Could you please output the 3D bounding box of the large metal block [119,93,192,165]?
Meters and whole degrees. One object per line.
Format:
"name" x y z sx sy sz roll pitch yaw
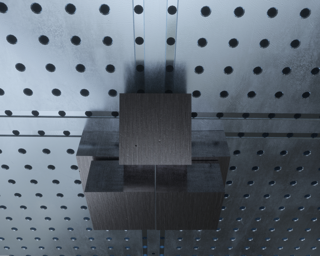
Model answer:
"large metal block" -0.005 0.002 0.370 0.081 0.050 0.080 0 88 -1

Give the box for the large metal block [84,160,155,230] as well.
"large metal block" -0.047 0.087 0.400 0.081 0.050 0.079 0 130 -1

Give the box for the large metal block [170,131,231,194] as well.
"large metal block" 0.050 0.051 0.439 0.081 0.050 0.079 -1 130 0

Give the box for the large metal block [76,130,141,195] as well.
"large metal block" -0.068 0.050 0.438 0.081 0.050 0.079 1 130 -2

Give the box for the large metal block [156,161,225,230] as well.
"large metal block" 0.035 0.089 0.403 0.081 0.050 0.079 0 130 -1
